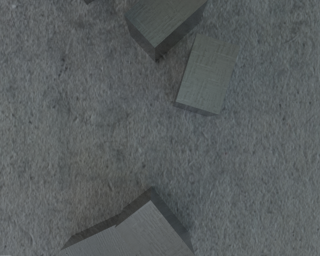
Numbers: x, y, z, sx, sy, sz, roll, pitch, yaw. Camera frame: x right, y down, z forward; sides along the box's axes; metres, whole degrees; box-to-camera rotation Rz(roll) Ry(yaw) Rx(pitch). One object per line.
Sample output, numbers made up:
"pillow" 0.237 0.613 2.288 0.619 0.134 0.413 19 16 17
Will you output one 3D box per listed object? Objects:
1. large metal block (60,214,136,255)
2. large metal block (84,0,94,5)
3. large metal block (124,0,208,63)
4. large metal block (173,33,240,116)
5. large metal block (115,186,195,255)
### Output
"large metal block" -0.067 0.166 0.397 0.080 0.050 0.080 -25 90 0
"large metal block" -0.087 -0.222 0.396 0.080 0.050 0.080 -32 90 0
"large metal block" 0.007 -0.134 0.383 0.080 0.080 0.050 -42 91 0
"large metal block" 0.053 -0.060 0.383 0.050 0.080 0.080 17 90 0
"large metal block" -0.006 0.126 0.383 0.050 0.080 0.080 -38 90 0
